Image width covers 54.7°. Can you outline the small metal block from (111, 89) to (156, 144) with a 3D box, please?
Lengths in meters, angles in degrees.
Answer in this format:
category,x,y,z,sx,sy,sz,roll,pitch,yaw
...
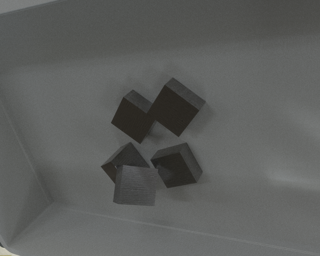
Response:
category,x,y,z,sx,sy,sz,roll,pitch,yaw
small metal block,-0.031,-0.015,0.416,0.050,0.025,0.050,36,129,4

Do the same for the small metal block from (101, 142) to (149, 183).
category,x,y,z,sx,sy,sz,roll,pitch,yaw
small metal block,-0.049,0.057,0.453,0.025,0.050,0.050,-28,103,41

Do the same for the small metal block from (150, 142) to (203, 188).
category,x,y,z,sx,sy,sz,roll,pitch,yaw
small metal block,0.023,0.052,0.429,0.050,0.025,0.050,-18,109,35

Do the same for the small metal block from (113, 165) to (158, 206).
category,x,y,z,sx,sy,sz,roll,pitch,yaw
small metal block,-0.033,0.078,0.420,0.050,0.050,0.025,10,170,-24

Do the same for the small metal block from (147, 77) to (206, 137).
category,x,y,z,sx,sy,sz,roll,pitch,yaw
small metal block,0.020,-0.025,0.383,0.050,0.025,0.050,37,129,3
